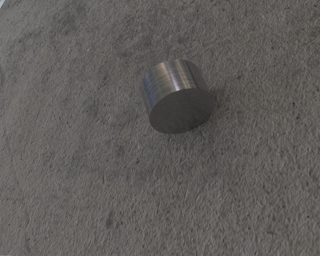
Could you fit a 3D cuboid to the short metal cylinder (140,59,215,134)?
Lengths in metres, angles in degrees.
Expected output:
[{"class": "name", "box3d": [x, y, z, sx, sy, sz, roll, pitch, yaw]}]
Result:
[{"class": "short metal cylinder", "box3d": [0.020, -0.037, 0.381, 0.080, 0.080, 0.050, -27, 53, 12]}]
